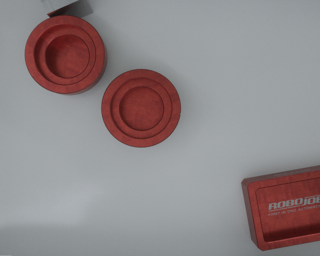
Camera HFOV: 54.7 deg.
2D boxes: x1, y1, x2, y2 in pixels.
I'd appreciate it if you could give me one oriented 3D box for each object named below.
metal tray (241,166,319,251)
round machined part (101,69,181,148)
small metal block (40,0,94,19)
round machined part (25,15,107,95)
[{"bbox_3d":[0.183,0.103,0.411,0.131,0.030,0.089,-10,90,-1],"label":"metal tray"},{"bbox_3d":[-0.023,-0.024,0.403,0.099,0.042,0.097,0,90,-1],"label":"round machined part"},{"bbox_3d":[-0.119,-0.159,0.397,0.050,0.050,0.025,-24,90,0],"label":"small metal block"},{"bbox_3d":[-0.117,-0.091,0.401,0.099,0.042,0.097,0,90,-1],"label":"round machined part"}]
